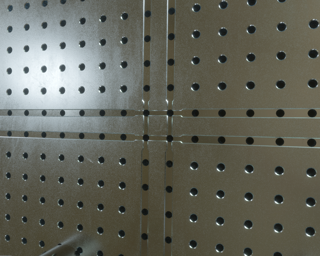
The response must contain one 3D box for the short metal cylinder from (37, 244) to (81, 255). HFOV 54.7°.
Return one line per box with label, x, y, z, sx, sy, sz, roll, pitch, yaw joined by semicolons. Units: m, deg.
short metal cylinder;-0.156;0.220;0.454;0.080;0.050;0.079;0;90;20
